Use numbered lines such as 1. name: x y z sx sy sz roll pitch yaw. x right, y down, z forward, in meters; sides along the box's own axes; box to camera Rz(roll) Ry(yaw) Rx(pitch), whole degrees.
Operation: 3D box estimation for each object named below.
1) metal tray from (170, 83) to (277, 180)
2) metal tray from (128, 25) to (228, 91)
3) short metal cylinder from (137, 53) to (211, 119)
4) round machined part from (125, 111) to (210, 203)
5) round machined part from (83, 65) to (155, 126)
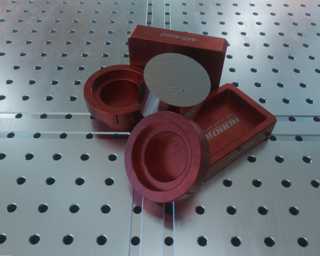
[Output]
1. metal tray: 0.073 0.000 0.404 0.131 0.030 0.090 -30 56 -23
2. metal tray: 0.023 -0.091 0.442 0.131 0.089 0.030 12 51 9
3. short metal cylinder: 0.016 -0.045 0.381 0.081 0.050 0.080 7 58 -10
4. round machined part: 0.011 0.033 0.347 0.098 0.042 0.097 -6 79 32
5. round machined part: -0.053 -0.041 0.431 0.099 0.042 0.098 0 50 0
